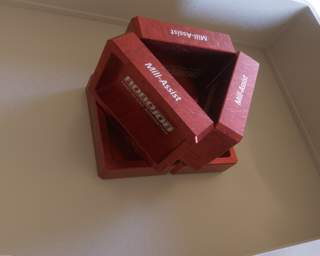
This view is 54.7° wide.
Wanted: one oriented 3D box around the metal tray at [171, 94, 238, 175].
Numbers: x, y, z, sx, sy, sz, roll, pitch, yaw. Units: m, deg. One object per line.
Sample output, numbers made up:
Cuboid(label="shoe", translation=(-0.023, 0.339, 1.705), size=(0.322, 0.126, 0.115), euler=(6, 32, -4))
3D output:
Cuboid(label="metal tray", translation=(0.045, -0.004, 0.427), size=(0.091, 0.030, 0.130), euler=(1, 60, -27))

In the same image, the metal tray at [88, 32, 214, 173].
Cuboid(label="metal tray", translation=(-0.016, -0.023, 0.329), size=(0.130, 0.090, 0.030), euler=(49, 52, 6))

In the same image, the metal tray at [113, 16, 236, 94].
Cuboid(label="metal tray", translation=(0.015, -0.082, 0.380), size=(0.131, 0.090, 0.030), euler=(2, 62, -27))

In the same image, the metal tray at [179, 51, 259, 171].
Cuboid(label="metal tray", translation=(0.070, -0.021, 0.373), size=(0.030, 0.090, 0.130), euler=(31, 52, -8))

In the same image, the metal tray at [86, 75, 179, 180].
Cuboid(label="metal tray", translation=(-0.037, -0.005, 0.385), size=(0.091, 0.030, 0.130), euler=(0, 61, -28))
